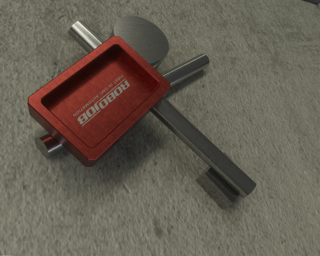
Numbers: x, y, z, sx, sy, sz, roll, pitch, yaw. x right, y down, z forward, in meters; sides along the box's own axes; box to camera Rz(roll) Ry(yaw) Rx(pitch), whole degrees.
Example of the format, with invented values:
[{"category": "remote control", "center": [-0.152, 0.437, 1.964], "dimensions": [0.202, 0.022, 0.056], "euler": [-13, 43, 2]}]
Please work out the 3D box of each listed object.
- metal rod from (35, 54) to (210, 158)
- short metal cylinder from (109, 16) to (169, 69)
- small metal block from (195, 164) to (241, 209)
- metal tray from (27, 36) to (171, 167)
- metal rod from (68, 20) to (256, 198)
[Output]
[{"category": "metal rod", "center": [-0.026, -0.045, 0.420], "dimensions": [0.302, 0.025, 0.025], "euler": [-34, 81, -38]}, {"category": "short metal cylinder", "center": [-0.034, -0.110, 0.439], "dimensions": [0.081, 0.050, 0.080], "euler": [14, 56, -21]}, {"category": "small metal block", "center": [0.083, 0.069, 0.410], "dimensions": [0.050, 0.025, 0.050], "euler": [47, 51, 5]}, {"category": "metal tray", "center": [-0.062, -0.033, 0.340], "dimensions": [0.090, 0.030, 0.131], "euler": [43, 62, 2]}, {"category": "metal rod", "center": [0.002, -0.025, 0.391], "dimensions": [0.300, 0.025, 0.025], "euler": [43, 51, 1]}]
